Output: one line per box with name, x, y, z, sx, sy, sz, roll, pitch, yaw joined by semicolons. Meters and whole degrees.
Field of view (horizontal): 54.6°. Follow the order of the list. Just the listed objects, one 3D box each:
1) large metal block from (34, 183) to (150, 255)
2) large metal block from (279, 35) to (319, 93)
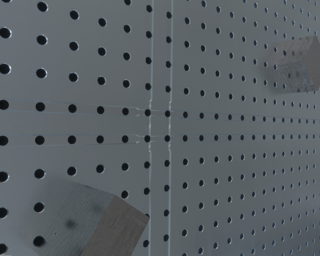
large metal block;-0.069;0.108;0.315;0.050;0.080;0.080;44;64;-31
large metal block;0.299;-0.131;0.641;0.080;0.050;0.080;48;61;-29
